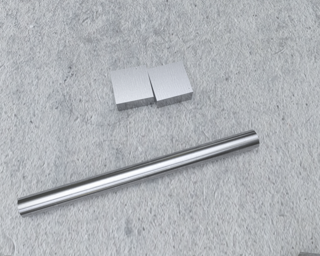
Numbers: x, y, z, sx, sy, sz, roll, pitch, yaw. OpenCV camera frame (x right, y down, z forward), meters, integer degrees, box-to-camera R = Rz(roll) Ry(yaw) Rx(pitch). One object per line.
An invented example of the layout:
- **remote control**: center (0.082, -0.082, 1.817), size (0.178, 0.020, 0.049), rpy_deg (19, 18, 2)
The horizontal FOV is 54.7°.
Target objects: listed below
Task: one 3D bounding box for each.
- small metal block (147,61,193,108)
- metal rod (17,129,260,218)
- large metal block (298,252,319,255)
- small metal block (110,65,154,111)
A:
- **small metal block**: center (0.013, -0.060, 0.430), size (0.050, 0.025, 0.050), rpy_deg (-15, 71, -6)
- **metal rod**: center (-0.021, 0.055, 0.387), size (0.302, 0.025, 0.025), rpy_deg (-16, 71, -6)
- **large metal block**: center (0.184, 0.176, 0.317), size (0.080, 0.080, 0.050), rpy_deg (36, 74, 12)
- **small metal block**: center (-0.038, -0.055, 0.428), size (0.050, 0.025, 0.050), rpy_deg (-12, 71, -5)
